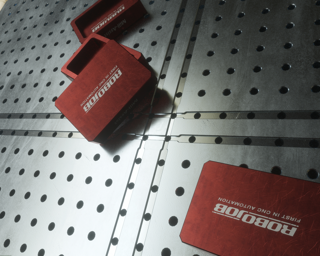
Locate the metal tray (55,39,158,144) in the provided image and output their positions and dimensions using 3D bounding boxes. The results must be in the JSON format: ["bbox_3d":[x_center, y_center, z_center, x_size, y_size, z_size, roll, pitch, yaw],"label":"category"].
[{"bbox_3d":[-0.079,-0.052,0.452,0.090,0.030,0.130,43,93,18],"label":"metal tray"}]

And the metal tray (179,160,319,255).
[{"bbox_3d":[0.094,0.089,0.302,0.130,0.030,0.090,9,66,32],"label":"metal tray"}]

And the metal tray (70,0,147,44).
[{"bbox_3d":[-0.100,-0.209,0.586,0.130,0.030,0.090,-36,51,4],"label":"metal tray"}]

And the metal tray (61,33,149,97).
[{"bbox_3d":[-0.093,-0.099,0.510,0.130,0.030,0.090,31,79,34],"label":"metal tray"}]
